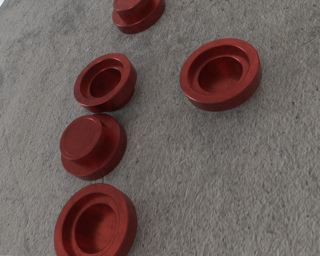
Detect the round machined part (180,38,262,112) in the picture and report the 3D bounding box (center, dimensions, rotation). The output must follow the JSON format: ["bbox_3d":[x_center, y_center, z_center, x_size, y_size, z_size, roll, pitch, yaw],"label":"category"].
[{"bbox_3d":[0.078,-0.062,0.390,0.098,0.042,0.098,-13,56,21],"label":"round machined part"}]

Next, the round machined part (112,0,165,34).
[{"bbox_3d":[-0.044,-0.218,0.550,0.098,0.042,0.098,-13,56,21],"label":"round machined part"}]

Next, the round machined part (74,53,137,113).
[{"bbox_3d":[-0.078,-0.063,0.472,0.098,0.042,0.098,-13,55,20],"label":"round machined part"}]

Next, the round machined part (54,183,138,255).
[{"bbox_3d":[-0.069,0.117,0.358,0.098,0.042,0.098,-13,56,21],"label":"round machined part"}]

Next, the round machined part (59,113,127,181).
[{"bbox_3d":[-0.099,0.021,0.433,0.098,0.042,0.098,-13,56,21],"label":"round machined part"}]
